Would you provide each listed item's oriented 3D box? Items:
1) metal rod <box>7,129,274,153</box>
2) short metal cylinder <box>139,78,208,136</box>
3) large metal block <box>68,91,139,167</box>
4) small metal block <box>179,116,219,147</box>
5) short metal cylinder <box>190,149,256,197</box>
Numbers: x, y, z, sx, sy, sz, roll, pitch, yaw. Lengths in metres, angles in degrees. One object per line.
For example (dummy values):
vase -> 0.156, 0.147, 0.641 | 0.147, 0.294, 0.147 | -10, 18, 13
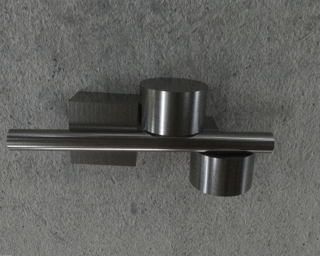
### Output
metal rod -> -0.020, 0.015, 0.362 | 0.302, 0.025, 0.025 | 1, 110, -2
short metal cylinder -> 0.015, -0.028, 0.372 | 0.081, 0.080, 0.050 | 2, 110, -1
large metal block -> -0.068, 0.000, 0.393 | 0.081, 0.050, 0.079 | 3, 110, -2
small metal block -> 0.045, 0.004, 0.399 | 0.050, 0.050, 0.025 | 1, 110, -1
short metal cylinder -> 0.079, 0.045, 0.399 | 0.081, 0.080, 0.050 | 0, 110, -1
